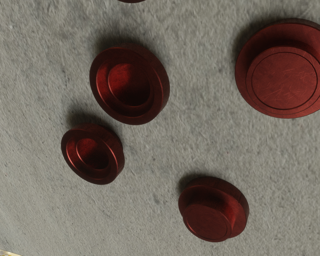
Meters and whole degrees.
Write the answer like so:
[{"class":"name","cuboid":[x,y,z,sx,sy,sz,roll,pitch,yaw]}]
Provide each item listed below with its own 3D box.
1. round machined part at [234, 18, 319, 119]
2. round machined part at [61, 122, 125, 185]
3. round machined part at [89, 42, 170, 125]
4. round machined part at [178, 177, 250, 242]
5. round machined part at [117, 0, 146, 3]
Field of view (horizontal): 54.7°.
[{"class":"round machined part","cuboid":[0.121,-0.052,0.300,0.098,0.042,0.097,13,124,20]},{"class":"round machined part","cuboid":[-0.095,0.034,0.465,0.098,0.042,0.097,13,124,20]},{"class":"round machined part","cuboid":[-0.033,-0.056,0.377,0.098,0.042,0.097,13,124,20]},{"class":"round machined part","cuboid":[0.071,0.119,0.432,0.098,0.042,0.097,13,124,20]},{"class":"round machined part","cuboid":[-0.034,-0.174,0.305,0.098,0.042,0.097,13,124,20]}]
